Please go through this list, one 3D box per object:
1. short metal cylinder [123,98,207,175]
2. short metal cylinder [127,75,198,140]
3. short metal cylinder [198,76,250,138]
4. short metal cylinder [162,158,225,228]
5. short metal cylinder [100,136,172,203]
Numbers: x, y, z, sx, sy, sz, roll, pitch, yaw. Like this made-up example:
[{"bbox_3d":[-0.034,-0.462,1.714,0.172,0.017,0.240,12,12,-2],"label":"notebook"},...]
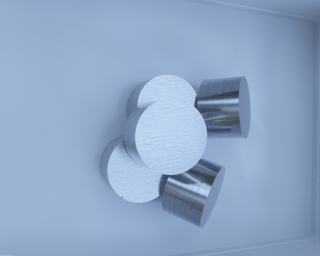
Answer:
[{"bbox_3d":[0.005,0.009,0.344,0.081,0.050,0.079,0,90,-21],"label":"short metal cylinder"},{"bbox_3d":[0.003,-0.025,0.397,0.081,0.050,0.079,0,90,-21],"label":"short metal cylinder"},{"bbox_3d":[0.086,-0.026,0.407,0.080,0.050,0.079,-2,90,-64],"label":"short metal cylinder"},{"bbox_3d":[0.043,0.077,0.390,0.050,0.080,0.080,19,82,22],"label":"short metal cylinder"},{"bbox_3d":[-0.030,0.048,0.386,0.081,0.050,0.079,0,90,-21],"label":"short metal cylinder"}]
